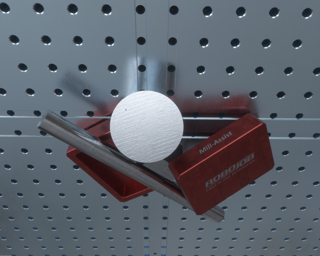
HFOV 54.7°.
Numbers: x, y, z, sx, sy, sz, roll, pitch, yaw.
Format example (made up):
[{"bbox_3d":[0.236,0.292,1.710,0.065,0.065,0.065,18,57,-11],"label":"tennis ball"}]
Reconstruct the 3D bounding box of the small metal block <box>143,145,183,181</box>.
[{"bbox_3d":[0.005,0.036,0.421,0.050,0.050,0.025,33,123,-25],"label":"small metal block"}]

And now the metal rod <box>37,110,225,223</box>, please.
[{"bbox_3d":[-0.021,0.063,0.421,0.301,0.025,0.025,33,123,-26],"label":"metal rod"}]

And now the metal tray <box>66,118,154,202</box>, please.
[{"bbox_3d":[-0.055,0.049,0.444,0.090,0.030,0.130,-25,126,20],"label":"metal tray"}]

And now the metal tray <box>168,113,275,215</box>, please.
[{"bbox_3d":[0.085,0.050,0.413,0.131,0.030,0.090,-31,128,-6],"label":"metal tray"}]

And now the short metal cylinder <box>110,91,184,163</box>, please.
[{"bbox_3d":[-0.017,0.001,0.363,0.081,0.080,0.050,6,172,-6],"label":"short metal cylinder"}]
